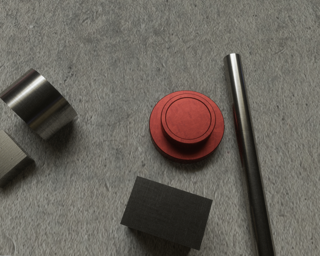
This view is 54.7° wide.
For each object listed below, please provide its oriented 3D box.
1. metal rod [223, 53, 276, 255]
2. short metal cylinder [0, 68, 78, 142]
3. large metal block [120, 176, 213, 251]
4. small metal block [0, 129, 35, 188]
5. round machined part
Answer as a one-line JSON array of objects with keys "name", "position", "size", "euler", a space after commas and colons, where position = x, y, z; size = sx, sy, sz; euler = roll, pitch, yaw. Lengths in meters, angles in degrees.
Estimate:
[{"name": "metal rod", "position": [0.113, 0.040, 0.394], "size": [0.025, 0.025, 0.299], "euler": [-3, 70, -2]}, {"name": "short metal cylinder", "position": [-0.151, -0.028, 0.387], "size": [0.080, 0.080, 0.050], "euler": [41, 75, 13]}, {"name": "large metal block", "position": [0.007, 0.096, 0.344], "size": [0.080, 0.080, 0.050], "euler": [17, 71, 6]}, {"name": "small metal block", "position": [-0.199, 0.039, 0.391], "size": [0.050, 0.025, 0.050], "euler": [42, 75, 13]}, {"name": "round machined part", "position": [0.035, -0.006, 0.402], "size": [0.099, 0.042, 0.098], "euler": [0, 70, -1]}]
